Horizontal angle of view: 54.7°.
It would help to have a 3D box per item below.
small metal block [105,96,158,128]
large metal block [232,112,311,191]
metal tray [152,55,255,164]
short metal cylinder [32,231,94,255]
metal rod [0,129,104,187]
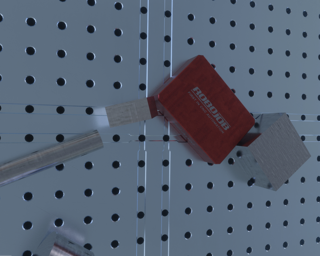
[{"bbox_3d":[-0.033,-0.021,0.378,0.050,0.050,0.025,-12,95,9],"label":"small metal block"},{"bbox_3d":[0.162,0.033,0.461,0.080,0.050,0.080,-38,103,-16],"label":"large metal block"},{"bbox_3d":[0.063,-0.024,0.434,0.090,0.030,0.130,-46,105,-15],"label":"metal tray"},{"bbox_3d":[-0.117,0.163,0.341,0.050,0.080,0.080,37,78,-17],"label":"short metal cylinder"},{"bbox_3d":[-0.208,0.065,0.335,0.302,0.025,0.025,-21,97,-19],"label":"metal rod"}]
